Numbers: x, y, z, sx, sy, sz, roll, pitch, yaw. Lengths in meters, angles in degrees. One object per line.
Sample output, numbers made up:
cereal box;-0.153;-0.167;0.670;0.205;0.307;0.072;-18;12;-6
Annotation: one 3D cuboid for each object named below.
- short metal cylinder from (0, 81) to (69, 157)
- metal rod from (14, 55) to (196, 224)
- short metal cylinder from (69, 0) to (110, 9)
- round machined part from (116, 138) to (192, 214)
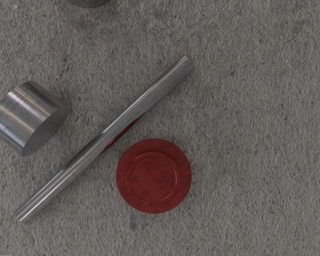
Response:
short metal cylinder;-0.159;-0.011;0.381;0.050;0.080;0.080;39;90;0
metal rod;-0.072;0.015;0.409;0.300;0.025;0.025;-43;90;0
short metal cylinder;-0.096;-0.202;0.396;0.081;0.050;0.079;0;90;0
round machined part;-0.008;0.063;0.401;0.099;0.042;0.097;0;90;0
